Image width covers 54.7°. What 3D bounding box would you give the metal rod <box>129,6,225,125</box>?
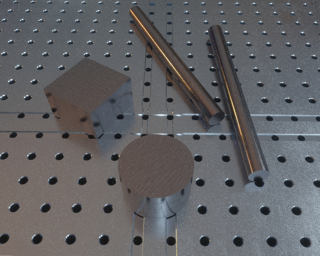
[{"bbox_3d":[0.015,-0.117,0.505,0.025,0.025,0.300,-19,53,-15],"label":"metal rod"}]

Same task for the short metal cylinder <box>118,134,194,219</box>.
[{"bbox_3d":[-0.004,0.054,0.346,0.081,0.050,0.080,0,50,0],"label":"short metal cylinder"}]

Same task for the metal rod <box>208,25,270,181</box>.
[{"bbox_3d":[0.107,-0.059,0.457,0.025,0.025,0.300,-2,50,-2],"label":"metal rod"}]

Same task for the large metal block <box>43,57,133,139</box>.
[{"bbox_3d":[-0.095,-0.043,0.427,0.080,0.050,0.080,27,55,21],"label":"large metal block"}]
